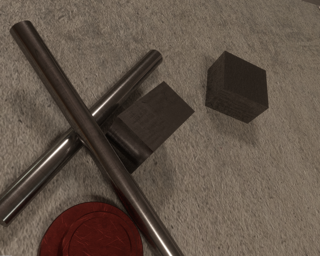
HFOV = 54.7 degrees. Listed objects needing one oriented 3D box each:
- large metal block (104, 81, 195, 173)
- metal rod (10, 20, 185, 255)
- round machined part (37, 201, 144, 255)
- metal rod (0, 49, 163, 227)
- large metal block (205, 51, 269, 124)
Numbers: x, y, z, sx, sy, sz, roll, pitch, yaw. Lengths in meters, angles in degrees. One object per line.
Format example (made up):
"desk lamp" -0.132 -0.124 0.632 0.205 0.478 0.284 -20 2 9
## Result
"large metal block" -0.018 0.003 0.358 0.050 0.080 0.080 45 51 3
"metal rod" -0.066 0.018 0.329 0.025 0.025 0.299 -33 89 -38
"round machined part" -0.061 0.117 0.290 0.099 0.042 0.098 14 56 -21
"metal rod" -0.076 -0.013 0.371 0.025 0.025 0.301 39 51 -3
"large metal block" 0.122 -0.064 0.495 0.080 0.050 0.080 21 54 -16
